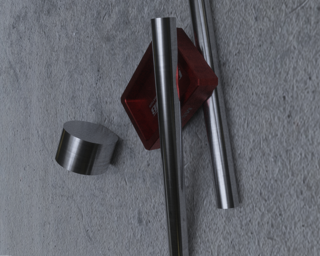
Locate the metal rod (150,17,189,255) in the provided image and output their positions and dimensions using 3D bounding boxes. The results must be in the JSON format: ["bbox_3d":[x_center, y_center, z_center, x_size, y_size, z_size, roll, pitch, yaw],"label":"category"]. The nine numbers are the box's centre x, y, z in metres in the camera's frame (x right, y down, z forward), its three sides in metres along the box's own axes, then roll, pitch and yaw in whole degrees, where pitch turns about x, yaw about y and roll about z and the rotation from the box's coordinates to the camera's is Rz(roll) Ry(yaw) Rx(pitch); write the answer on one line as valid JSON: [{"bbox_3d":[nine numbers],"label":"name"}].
[{"bbox_3d":[0.014,0.036,0.344,0.025,0.025,0.298,10,112,39],"label":"metal rod"}]

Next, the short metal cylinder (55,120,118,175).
[{"bbox_3d":[-0.108,0.028,0.459,0.080,0.081,0.050,31,110,35],"label":"short metal cylinder"}]

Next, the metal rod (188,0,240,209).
[{"bbox_3d":[0.057,-0.060,0.357,0.025,0.025,0.298,-12,82,39],"label":"metal rod"}]

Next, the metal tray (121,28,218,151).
[{"bbox_3d":[0.004,-0.044,0.377,0.090,0.030,0.129,61,137,24],"label":"metal tray"}]
